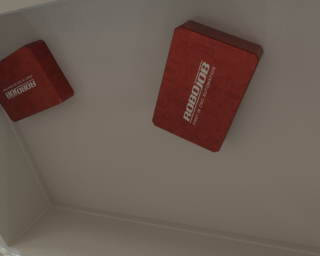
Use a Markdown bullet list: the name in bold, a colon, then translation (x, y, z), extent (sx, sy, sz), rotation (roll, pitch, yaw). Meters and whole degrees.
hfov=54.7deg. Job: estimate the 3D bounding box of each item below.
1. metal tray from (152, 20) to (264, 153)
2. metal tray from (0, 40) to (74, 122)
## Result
- **metal tray**: translation (0.048, -0.044, 0.353), extent (0.090, 0.030, 0.129), rotation (25, 127, 13)
- **metal tray**: translation (-0.203, -0.067, 0.471), extent (0.130, 0.030, 0.090), rotation (-15, 111, 34)
